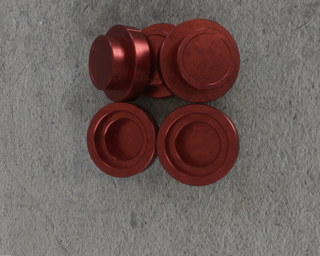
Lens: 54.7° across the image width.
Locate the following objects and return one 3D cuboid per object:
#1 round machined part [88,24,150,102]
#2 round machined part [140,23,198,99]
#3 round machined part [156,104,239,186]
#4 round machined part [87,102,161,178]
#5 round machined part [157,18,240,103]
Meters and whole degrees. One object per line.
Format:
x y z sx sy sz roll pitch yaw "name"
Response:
-0.058 -0.082 0.395 0.098 0.042 0.097 7 99 52 "round machined part"
-0.002 -0.087 0.400 0.098 0.042 0.097 0 90 19 "round machined part"
0.048 0.020 0.383 0.098 0.042 0.097 0 90 19 "round machined part"
-0.045 0.015 0.416 0.098 0.042 0.097 0 90 19 "round machined part"
0.048 -0.078 0.360 0.099 0.042 0.097 -1 96 -12 "round machined part"
